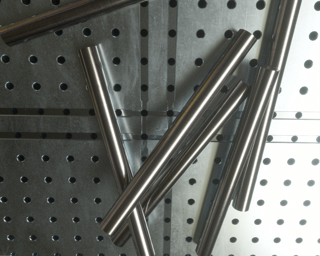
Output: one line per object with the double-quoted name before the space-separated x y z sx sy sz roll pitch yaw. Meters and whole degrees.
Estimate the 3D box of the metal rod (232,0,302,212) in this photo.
"metal rod" 0.136 -0.023 0.405 0.025 0.025 0.298 6 110 -2

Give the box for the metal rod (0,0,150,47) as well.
"metal rod" -0.040 -0.152 0.357 0.301 0.025 0.025 -16 109 6

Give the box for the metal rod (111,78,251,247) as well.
"metal rod" 0.022 0.058 0.434 0.025 0.025 0.299 34 106 -12

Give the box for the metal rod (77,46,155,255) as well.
"metal rod" -0.054 0.044 0.412 0.025 0.025 0.298 -13 104 4

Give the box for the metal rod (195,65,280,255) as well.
"metal rod" 0.098 0.062 0.425 0.025 0.025 0.298 11 114 -4

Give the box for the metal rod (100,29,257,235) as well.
"metal rod" 0.019 0.009 0.388 0.025 0.025 0.299 34 96 -12
